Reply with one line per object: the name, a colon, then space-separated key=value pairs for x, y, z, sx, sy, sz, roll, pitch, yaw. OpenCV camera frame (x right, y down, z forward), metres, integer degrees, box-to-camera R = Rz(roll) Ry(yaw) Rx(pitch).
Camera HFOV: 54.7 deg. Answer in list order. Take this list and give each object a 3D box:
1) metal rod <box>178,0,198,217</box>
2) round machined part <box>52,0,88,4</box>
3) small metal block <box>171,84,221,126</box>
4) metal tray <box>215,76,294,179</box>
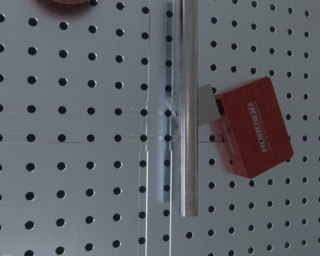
metal rod: x=0.036 y=-0.038 z=0.399 sx=0.025 sy=0.025 sz=0.298 roll=0 pitch=89 yaw=-20
round machined part: x=-0.111 y=-0.194 z=0.362 sx=0.099 sy=0.042 sz=0.097 roll=0 pitch=90 yaw=-20
small metal block: x=0.050 y=-0.029 z=0.431 sx=0.050 sy=0.025 sz=0.050 roll=-21 pitch=97 yaw=-19
metal tray: x=0.139 y=-0.001 z=0.461 sx=0.091 sy=0.030 sz=0.129 roll=-23 pitch=98 yaw=-19
